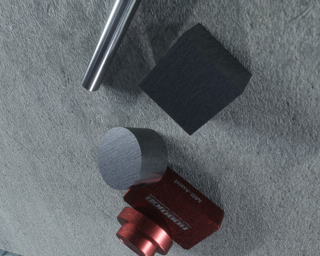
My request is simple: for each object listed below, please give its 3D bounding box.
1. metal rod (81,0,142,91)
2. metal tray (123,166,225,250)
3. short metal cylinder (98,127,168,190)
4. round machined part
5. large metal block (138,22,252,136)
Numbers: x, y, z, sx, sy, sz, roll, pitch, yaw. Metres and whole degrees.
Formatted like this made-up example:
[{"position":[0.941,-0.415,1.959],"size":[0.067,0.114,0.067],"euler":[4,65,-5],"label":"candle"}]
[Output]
[{"position":[-0.025,-0.152,0.324],"size":[0.025,0.025,0.298],"euler":[38,129,2],"label":"metal rod"},{"position":[0.018,0.117,0.465],"size":[0.130,0.030,0.089],"euler":[39,129,1],"label":"metal tray"},{"position":[-0.036,0.039,0.410],"size":[0.080,0.050,0.080],"euler":[-2,86,39],"label":"short metal cylinder"},{"position":[-0.031,0.174,0.495],"size":[0.098,0.042,0.098],"euler":[30,152,18],"label":"round machined part"},{"position":[0.038,-0.052,0.338],"size":[0.080,0.050,0.080],"euler":[44,129,-3],"label":"large metal block"}]
